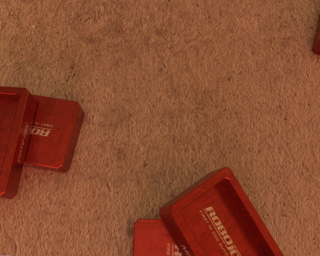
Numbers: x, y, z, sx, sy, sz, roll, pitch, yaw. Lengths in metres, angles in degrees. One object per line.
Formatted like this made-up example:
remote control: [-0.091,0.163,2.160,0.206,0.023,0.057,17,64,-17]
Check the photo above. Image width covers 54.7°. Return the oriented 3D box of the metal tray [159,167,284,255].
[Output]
metal tray: [0.070,0.119,0.332,0.091,0.030,0.130,-29,85,-30]

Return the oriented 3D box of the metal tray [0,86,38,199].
metal tray: [-0.207,0.014,0.366,0.091,0.030,0.130,4,70,1]

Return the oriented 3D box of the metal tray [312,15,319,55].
metal tray: [0.303,-0.136,0.457,0.131,0.030,0.090,19,71,6]

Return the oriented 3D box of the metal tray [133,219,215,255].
metal tray: [0.015,0.169,0.343,0.091,0.030,0.130,1,70,0]

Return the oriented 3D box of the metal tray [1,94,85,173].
metal tray: [-0.175,0.002,0.403,0.131,0.030,0.090,9,70,3]
